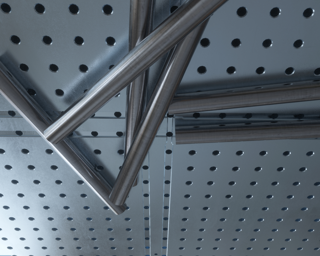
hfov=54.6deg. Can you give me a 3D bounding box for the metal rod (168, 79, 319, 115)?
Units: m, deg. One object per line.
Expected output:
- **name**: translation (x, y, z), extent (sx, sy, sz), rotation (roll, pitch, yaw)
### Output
- **metal rod**: translation (0.160, -0.043, 0.375), extent (0.301, 0.025, 0.025), rotation (-6, 130, 4)

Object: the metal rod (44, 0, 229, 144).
- **metal rod**: translation (-0.022, -0.069, 0.318), extent (0.299, 0.025, 0.025), rotation (-35, 122, 26)

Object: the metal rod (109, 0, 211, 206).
- **metal rod**: translation (-0.007, -0.015, 0.374), extent (0.025, 0.025, 0.298), rotation (17, 121, -14)

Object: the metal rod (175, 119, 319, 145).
- **metal rod**: translation (0.171, 0.003, 0.414), extent (0.301, 0.025, 0.025), rotation (-3, 130, 2)

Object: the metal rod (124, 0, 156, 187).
- **metal rod**: translation (-0.030, -0.031, 0.384), extent (0.025, 0.025, 0.298), rotation (4, 130, -4)

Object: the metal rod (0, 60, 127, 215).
- **metal rod**: translation (-0.130, 0.033, 0.437), extent (0.025, 0.025, 0.299), rotation (-19, 128, 15)
